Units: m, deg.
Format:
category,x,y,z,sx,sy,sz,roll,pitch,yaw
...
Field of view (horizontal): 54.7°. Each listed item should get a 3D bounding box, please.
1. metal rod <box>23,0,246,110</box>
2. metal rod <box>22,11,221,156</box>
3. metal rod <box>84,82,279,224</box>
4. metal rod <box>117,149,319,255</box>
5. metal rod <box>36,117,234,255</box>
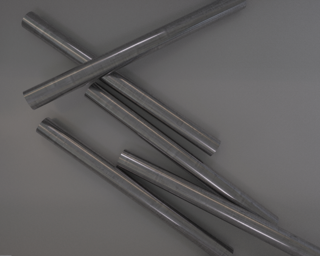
category,x,y,z,sx,sy,sz,roll,pitch,yaw
metal rod,-0.025,-0.102,0.392,0.301,0.025,0.025,-28,90,-8
metal rod,-0.050,-0.058,0.410,0.301,0.025,0.025,35,90,0
metal rod,0.029,0.038,0.411,0.301,0.025,0.025,37,90,0
metal rod,0.083,0.105,0.394,0.301,0.025,0.025,26,90,7
metal rod,-0.033,0.083,0.411,0.301,0.025,0.025,35,90,0
